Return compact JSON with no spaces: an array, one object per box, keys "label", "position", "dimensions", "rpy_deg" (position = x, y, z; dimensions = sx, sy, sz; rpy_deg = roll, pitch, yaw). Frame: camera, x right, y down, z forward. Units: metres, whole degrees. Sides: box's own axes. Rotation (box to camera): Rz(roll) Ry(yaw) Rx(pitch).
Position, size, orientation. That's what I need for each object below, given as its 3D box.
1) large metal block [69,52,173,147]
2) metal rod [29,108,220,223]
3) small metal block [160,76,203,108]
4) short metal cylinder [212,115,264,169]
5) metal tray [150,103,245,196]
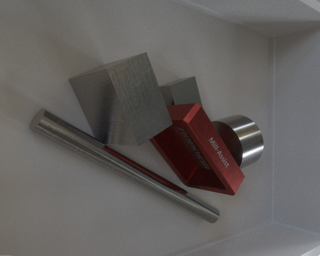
[{"label":"large metal block","position":[-0.043,-0.029,0.334],"dimensions":[0.050,0.080,0.080],"rpy_deg":[-33,111,-35]},{"label":"metal rod","position":[-0.020,0.063,0.390],"dimensions":[0.301,0.025,0.025],"rpy_deg":[35,68,-35]},{"label":"small metal block","position":[0.029,-0.040,0.430],"dimensions":[0.050,0.025,0.050],"rpy_deg":[-26,106,-37]},{"label":"short metal cylinder","position":[0.104,0.024,0.458],"dimensions":[0.050,0.080,0.079],"rpy_deg":[-15,100,-38]},{"label":"metal tray","position":[0.040,0.029,0.397],"dimensions":[0.030,0.090,0.130],"rpy_deg":[-52,121,-28]}]
